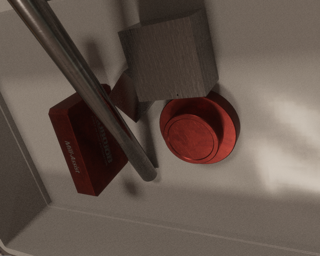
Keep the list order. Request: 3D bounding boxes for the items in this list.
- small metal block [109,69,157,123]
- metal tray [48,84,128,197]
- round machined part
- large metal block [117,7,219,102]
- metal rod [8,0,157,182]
[{"bbox_3d":[-0.032,-0.043,0.398,0.050,0.025,0.050,40,129,0],"label":"small metal block"},{"bbox_3d":[-0.090,0.015,0.421,0.030,0.090,0.129,3,120,26],"label":"metal tray"},{"bbox_3d":[0.044,0.004,0.376,0.098,0.042,0.097,13,124,20],"label":"round machined part"},{"bbox_3d":[0.012,-0.078,0.337,0.080,0.050,0.080,-2,117,28],"label":"large metal block"},{"bbox_3d":[-0.062,-0.019,0.348,0.025,0.025,0.299,5,146,25],"label":"metal rod"}]
